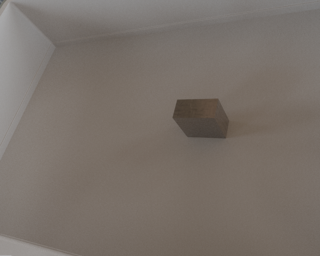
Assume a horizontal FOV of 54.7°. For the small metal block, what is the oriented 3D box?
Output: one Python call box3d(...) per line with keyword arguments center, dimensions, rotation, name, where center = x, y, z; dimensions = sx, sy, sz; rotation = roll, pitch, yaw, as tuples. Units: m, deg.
box3d(center=(0.050, -0.011, 0.369), dimensions=(0.050, 0.050, 0.025), rotation=(1, 63, 28), name="small metal block")
